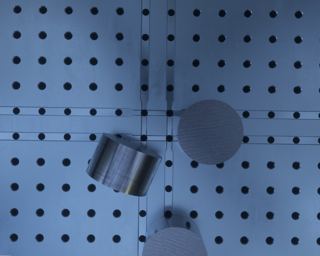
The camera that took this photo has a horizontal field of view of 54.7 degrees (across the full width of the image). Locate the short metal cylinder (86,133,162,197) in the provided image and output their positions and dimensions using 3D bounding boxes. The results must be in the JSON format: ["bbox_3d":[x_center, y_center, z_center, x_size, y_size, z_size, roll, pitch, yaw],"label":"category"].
[{"bbox_3d":[-0.044,0.044,0.385,0.080,0.080,0.050,23,90,0],"label":"short metal cylinder"}]

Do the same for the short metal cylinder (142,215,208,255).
[{"bbox_3d":[0.018,0.160,0.401,0.081,0.050,0.079,0,91,0],"label":"short metal cylinder"}]

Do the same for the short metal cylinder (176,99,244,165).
[{"bbox_3d":[0.062,0.005,0.401,0.081,0.050,0.079,0,90,0],"label":"short metal cylinder"}]
